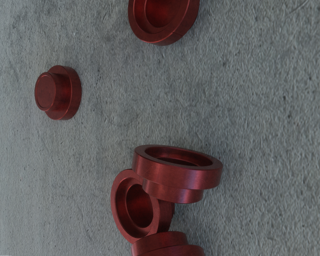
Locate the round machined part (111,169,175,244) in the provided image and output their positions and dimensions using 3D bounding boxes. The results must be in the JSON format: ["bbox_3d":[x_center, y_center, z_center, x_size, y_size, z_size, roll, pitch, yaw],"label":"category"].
[{"bbox_3d":[-0.019,0.099,0.405,0.098,0.042,0.097,4,96,46],"label":"round machined part"}]

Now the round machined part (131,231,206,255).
[{"bbox_3d":[0.003,0.153,0.359,0.098,0.099,0.042,-43,46,32],"label":"round machined part"}]

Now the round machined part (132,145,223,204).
[{"bbox_3d":[0.017,0.051,0.343,0.098,0.099,0.042,16,100,39],"label":"round machined part"}]

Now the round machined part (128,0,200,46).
[{"bbox_3d":[0.009,-0.151,0.386,0.098,0.042,0.097,0,90,40],"label":"round machined part"}]

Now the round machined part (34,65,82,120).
[{"bbox_3d":[-0.185,-0.062,0.547,0.098,0.042,0.097,0,90,40],"label":"round machined part"}]
